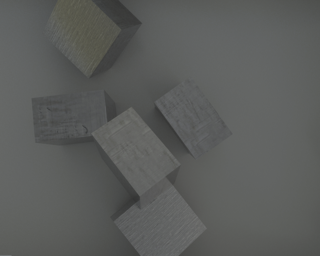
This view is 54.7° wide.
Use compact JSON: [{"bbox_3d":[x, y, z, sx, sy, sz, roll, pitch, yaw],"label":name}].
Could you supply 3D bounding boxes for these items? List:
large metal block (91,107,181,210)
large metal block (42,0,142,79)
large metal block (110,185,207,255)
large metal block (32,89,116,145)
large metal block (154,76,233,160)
[{"bbox_3d":[-0.026,0.036,0.342,0.050,0.080,0.080,-36,72,-16],"label":"large metal block"},{"bbox_3d":[-0.083,-0.122,0.379,0.080,0.050,0.080,44,125,-1],"label":"large metal block"},{"bbox_3d":[-0.004,0.119,0.388,0.080,0.050,0.080,-38,90,-17],"label":"large metal block"},{"bbox_3d":[-0.099,-0.010,0.380,0.081,0.080,0.050,-7,84,0],"label":"large metal block"},{"bbox_3d":[0.037,-0.011,0.384,0.050,0.080,0.080,-36,90,0],"label":"large metal block"}]
